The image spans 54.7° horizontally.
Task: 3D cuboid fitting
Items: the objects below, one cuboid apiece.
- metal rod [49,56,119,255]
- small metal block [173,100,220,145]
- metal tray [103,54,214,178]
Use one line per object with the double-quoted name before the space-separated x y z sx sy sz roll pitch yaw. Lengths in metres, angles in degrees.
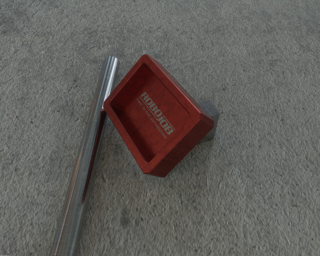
"metal rod" -0.085 0.011 0.392 0.025 0.025 0.300 3 50 2
"small metal block" 0.043 -0.003 0.390 0.050 0.050 0.025 -19 53 -15
"metal tray" -0.008 -0.018 0.368 0.090 0.030 0.130 -48 52 14
